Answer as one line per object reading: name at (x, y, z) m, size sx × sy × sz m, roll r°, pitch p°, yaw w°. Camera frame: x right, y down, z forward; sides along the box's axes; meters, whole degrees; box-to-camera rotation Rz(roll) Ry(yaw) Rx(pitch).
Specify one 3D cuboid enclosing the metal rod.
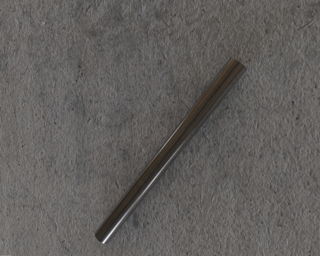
metal rod at (0.007, 0.037, 0.406) m, size 0.025 × 0.025 × 0.299 m, roll 41°, pitch 103°, yaw 15°
